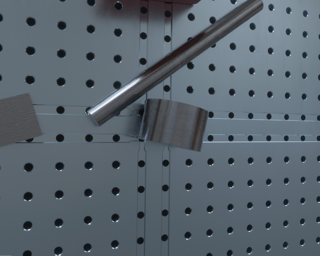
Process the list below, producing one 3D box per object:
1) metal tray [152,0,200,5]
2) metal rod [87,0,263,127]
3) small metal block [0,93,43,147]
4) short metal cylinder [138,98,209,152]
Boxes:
[{"bbox_3d":[0.005,-0.189,0.380,0.131,0.090,0.030,-3,91,-20],"label":"metal tray"},{"bbox_3d":[0.032,-0.100,0.425,0.301,0.025,0.025,-38,103,-16],"label":"metal rod"},{"bbox_3d":[-0.167,-0.009,0.351,0.050,0.025,0.050,-18,96,-20],"label":"small metal block"},{"bbox_3d":[0.017,-0.003,0.391,0.081,0.080,0.050,14,86,-20],"label":"short metal cylinder"}]
